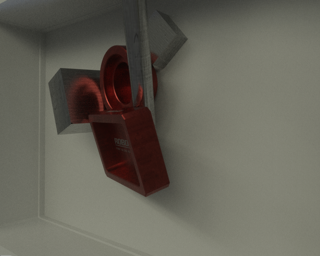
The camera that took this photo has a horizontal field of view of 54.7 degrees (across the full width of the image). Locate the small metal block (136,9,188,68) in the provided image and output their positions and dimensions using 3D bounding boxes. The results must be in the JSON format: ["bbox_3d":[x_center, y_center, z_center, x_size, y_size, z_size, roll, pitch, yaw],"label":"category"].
[{"bbox_3d":[0.000,-0.116,0.405,0.050,0.025,0.050,-48,62,29],"label":"small metal block"}]

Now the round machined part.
[{"bbox_3d":[-0.039,-0.060,0.415,0.098,0.042,0.097,16,110,51],"label":"round machined part"}]

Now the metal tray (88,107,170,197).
[{"bbox_3d":[-0.043,0.023,0.372,0.130,0.030,0.089,4,111,61],"label":"metal tray"}]

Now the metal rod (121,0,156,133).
[{"bbox_3d":[-0.021,-0.051,0.345,0.025,0.025,0.298,21,128,37],"label":"metal rod"}]

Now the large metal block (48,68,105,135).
[{"bbox_3d":[-0.108,-0.038,0.452,0.050,0.081,0.080,-27,73,48],"label":"large metal block"}]
